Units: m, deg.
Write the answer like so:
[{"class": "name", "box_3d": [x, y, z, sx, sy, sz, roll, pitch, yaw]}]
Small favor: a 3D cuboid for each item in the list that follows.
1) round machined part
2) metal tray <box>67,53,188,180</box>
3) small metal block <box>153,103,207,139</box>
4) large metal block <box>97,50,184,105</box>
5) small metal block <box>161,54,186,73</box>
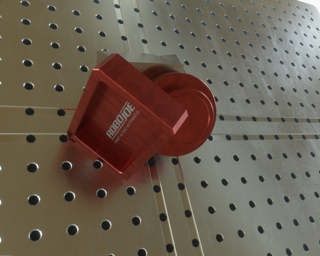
[{"class": "round machined part", "box_3d": [0.022, -0.014, 0.354, 0.099, 0.042, 0.097, -4, 103, -19]}, {"class": "metal tray", "box_3d": [-0.041, -0.003, 0.322, 0.090, 0.129, 0.030, 39, 51, -2]}, {"class": "small metal block", "box_3d": [0.025, -0.008, 0.412, 0.050, 0.050, 0.025, 1, 62, -28]}, {"class": "large metal block", "box_3d": [-0.029, -0.064, 0.391, 0.081, 0.050, 0.080, -5, 23, -31]}, {"class": "small metal block", "box_3d": [0.012, -0.069, 0.442, 0.025, 0.050, 0.050, -14, 69, -34]}]
